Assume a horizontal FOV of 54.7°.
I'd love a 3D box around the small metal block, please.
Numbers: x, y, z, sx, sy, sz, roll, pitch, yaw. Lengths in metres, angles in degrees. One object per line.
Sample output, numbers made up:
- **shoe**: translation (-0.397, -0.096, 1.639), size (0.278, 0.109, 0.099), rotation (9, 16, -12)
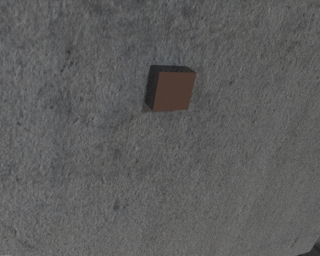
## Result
- **small metal block**: translation (0.013, -0.050, 0.385), size (0.050, 0.025, 0.050), rotation (-4, 120, -27)
